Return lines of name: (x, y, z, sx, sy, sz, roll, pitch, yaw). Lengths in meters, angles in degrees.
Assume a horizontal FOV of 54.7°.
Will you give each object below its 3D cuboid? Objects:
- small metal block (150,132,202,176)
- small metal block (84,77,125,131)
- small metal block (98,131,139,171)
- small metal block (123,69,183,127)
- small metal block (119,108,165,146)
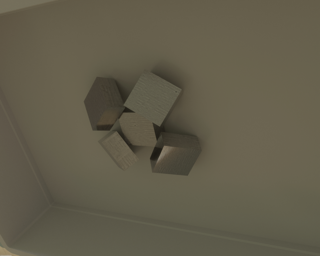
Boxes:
small metal block: (0.019, 0.035, 0.403, 0.050, 0.025, 0.050, 8, 130, -18)
small metal block: (-0.075, -0.031, 0.410, 0.050, 0.025, 0.050, -50, 52, 40)
small metal block: (-0.061, 0.032, 0.443, 0.050, 0.025, 0.050, 53, 166, -10)
small metal block: (-0.007, -0.035, 0.373, 0.050, 0.025, 0.050, 31, 91, 8)
small metal block: (-0.024, -0.004, 0.416, 0.050, 0.025, 0.050, 2, 119, 27)
